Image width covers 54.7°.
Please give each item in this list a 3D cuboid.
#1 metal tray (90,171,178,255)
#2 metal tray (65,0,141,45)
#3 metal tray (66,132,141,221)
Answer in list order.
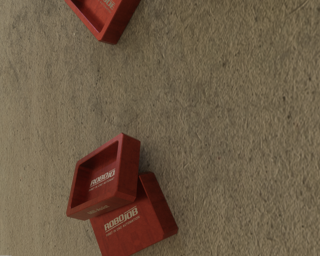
[{"bbox_3d":[-0.044,0.129,0.438,0.130,0.030,0.090,-38,67,33],"label":"metal tray"},{"bbox_3d":[-0.092,-0.202,0.477,0.130,0.030,0.090,51,120,28],"label":"metal tray"},{"bbox_3d":[-0.082,0.072,0.439,0.130,0.030,0.090,-30,45,40],"label":"metal tray"}]
